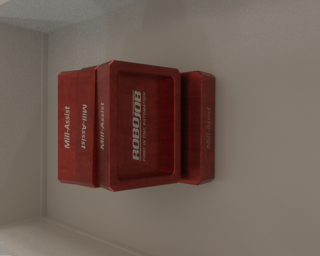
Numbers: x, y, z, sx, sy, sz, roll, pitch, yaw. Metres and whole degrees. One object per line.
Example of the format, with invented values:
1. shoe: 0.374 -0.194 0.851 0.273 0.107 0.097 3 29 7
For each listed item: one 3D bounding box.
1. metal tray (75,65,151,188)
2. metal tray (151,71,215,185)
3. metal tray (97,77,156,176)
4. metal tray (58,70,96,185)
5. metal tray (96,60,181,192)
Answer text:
1. metal tray: -0.052 0.000 0.364 0.030 0.091 0.129 0 88 40
2. metal tray: 0.021 -0.001 0.384 0.090 0.030 0.129 1 90 40
3. metal tray: -0.049 -0.003 0.441 0.090 0.030 0.129 1 90 40
4. metal tray: -0.084 -0.001 0.389 0.030 0.090 0.129 0 90 27
5. metal tray: -0.021 -0.002 0.337 0.030 0.091 0.129 0 90 54
